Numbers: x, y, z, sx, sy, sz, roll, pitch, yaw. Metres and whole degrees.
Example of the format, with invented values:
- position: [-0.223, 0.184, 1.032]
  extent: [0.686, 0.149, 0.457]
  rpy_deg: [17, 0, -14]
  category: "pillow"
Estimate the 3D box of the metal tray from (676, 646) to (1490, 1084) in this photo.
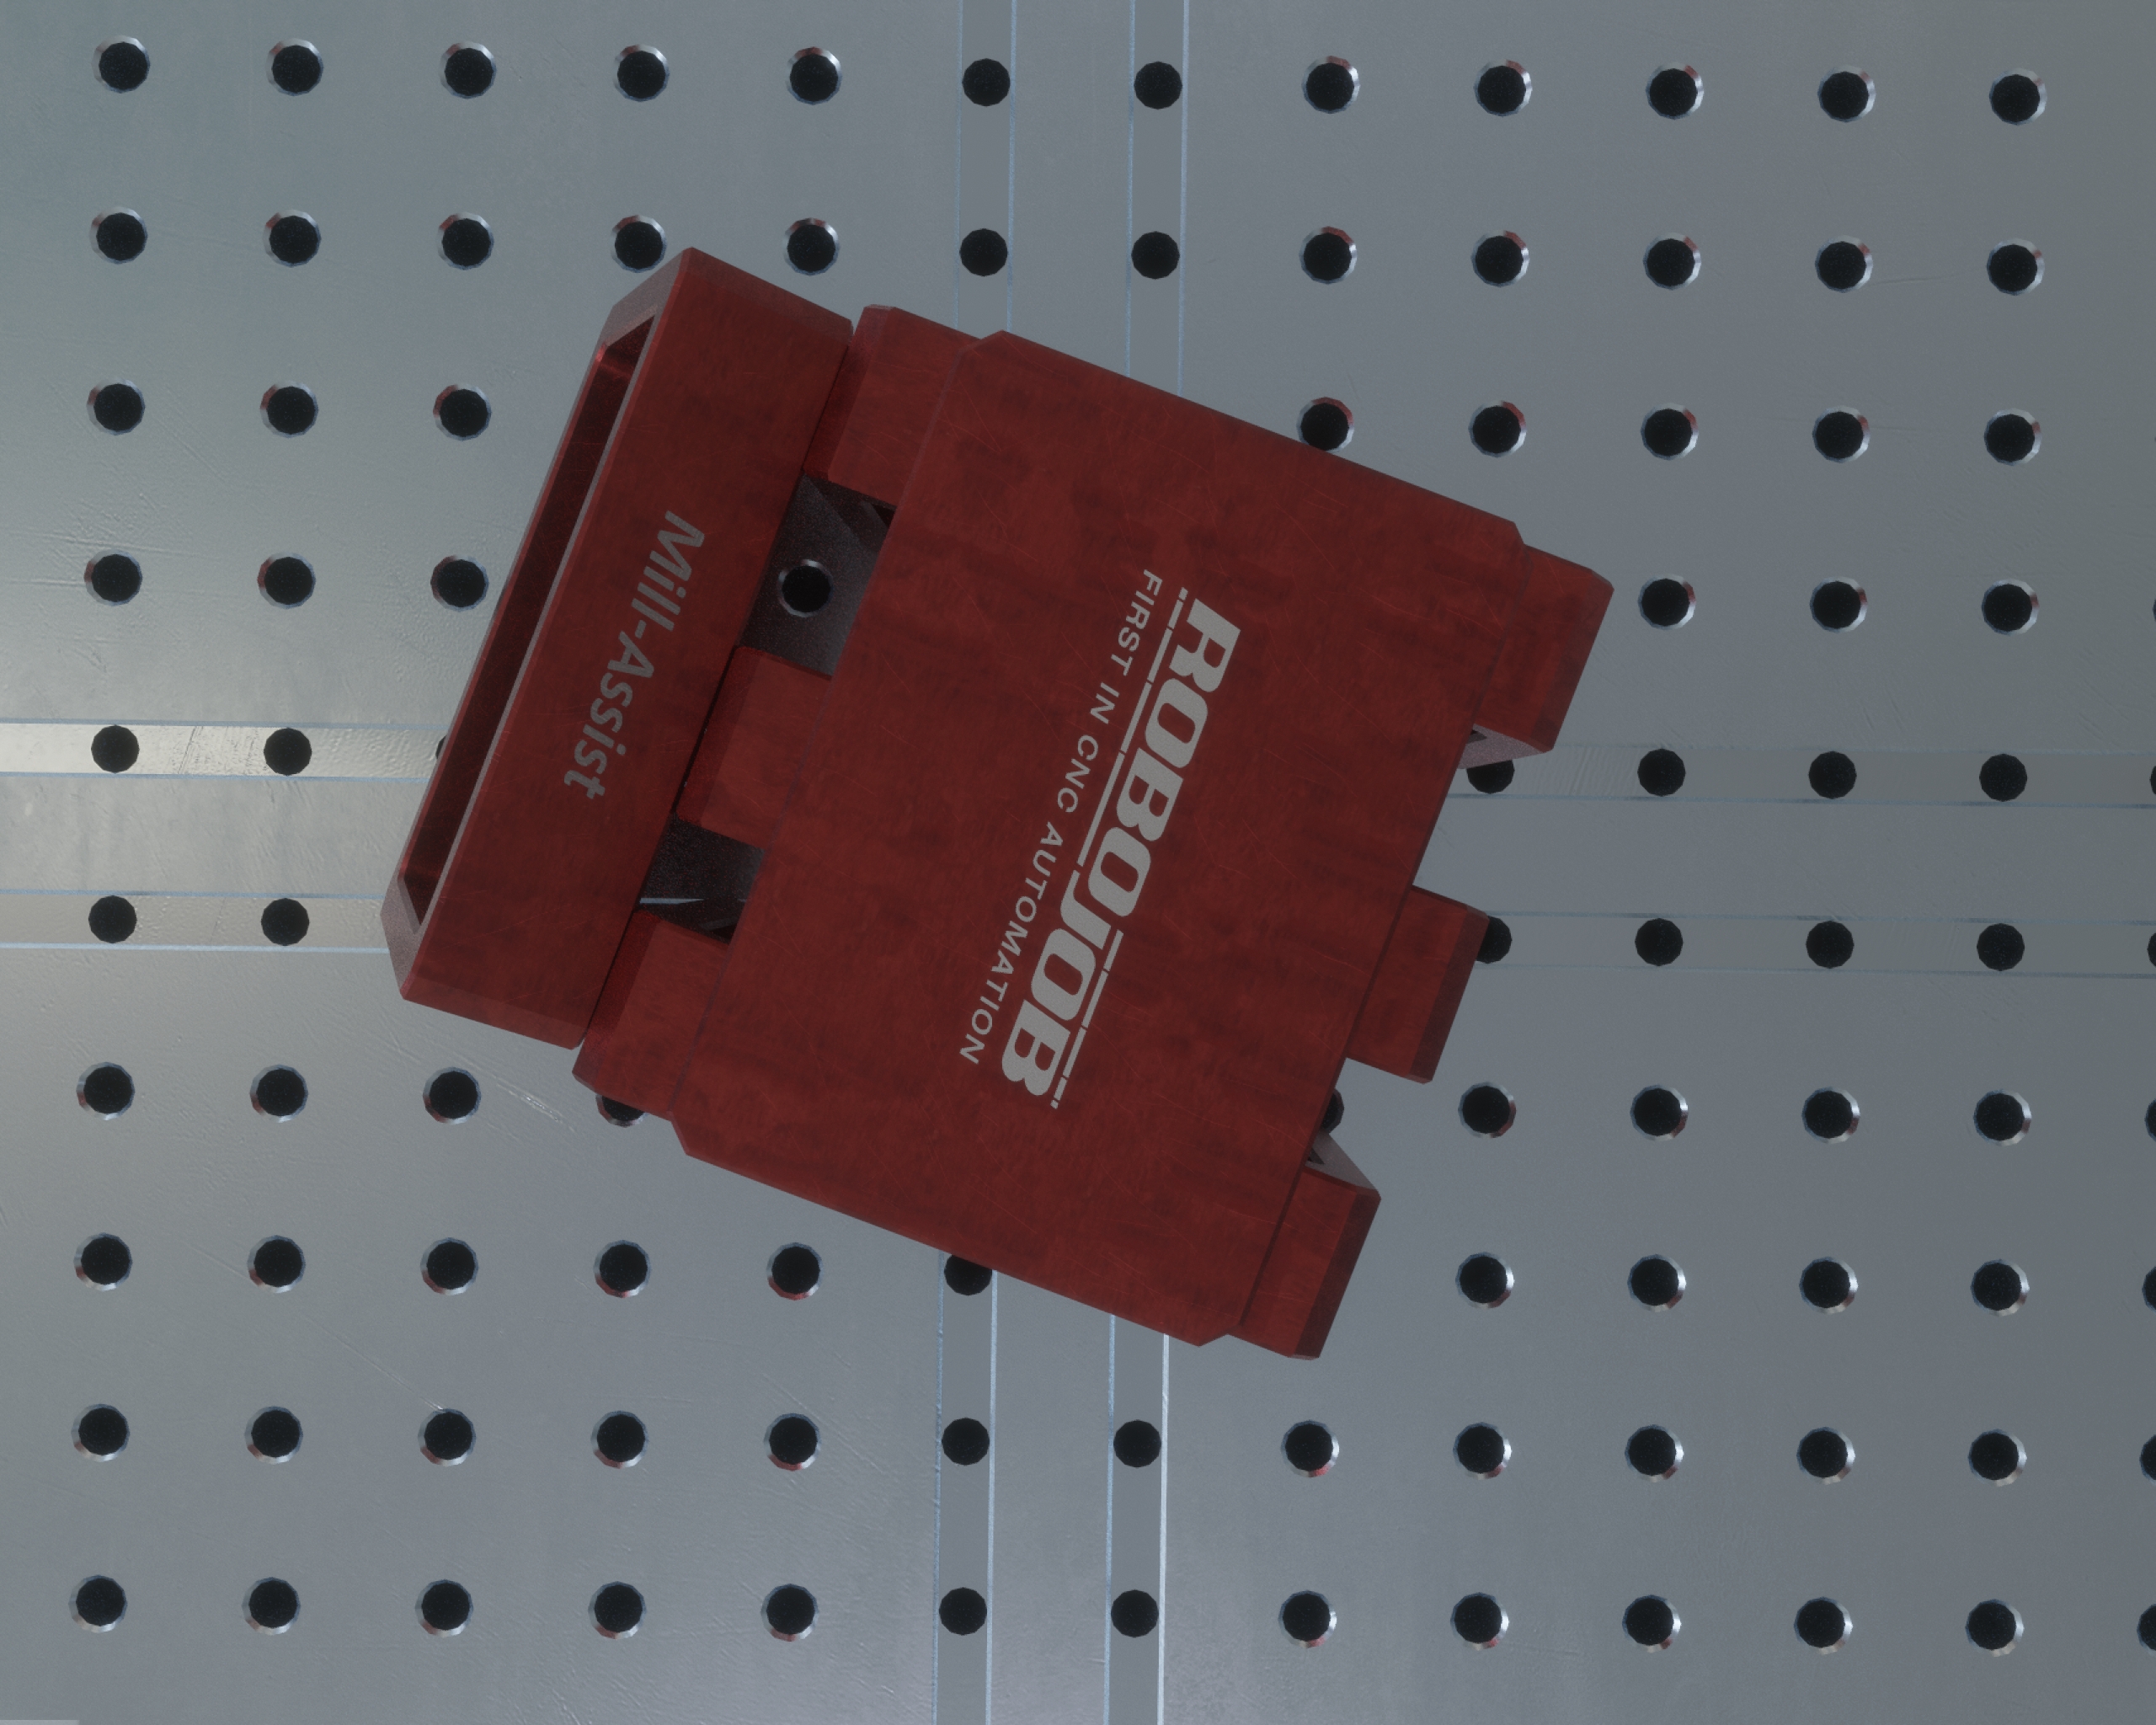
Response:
- position: [0.000, 0.001, 0.380]
  extent: [0.131, 0.090, 0.030]
  rpy_deg: [20, 89, -1]
  category: "metal tray"

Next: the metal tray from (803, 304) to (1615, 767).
- position: [0.022, -0.055, 0.380]
  extent: [0.131, 0.090, 0.030]
  rpy_deg: [21, 91, 0]
  category: "metal tray"

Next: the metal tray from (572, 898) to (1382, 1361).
- position: [-0.016, 0.044, 0.380]
  extent: [0.131, 0.090, 0.030]
  rpy_deg: [21, 91, 0]
  category: "metal tray"

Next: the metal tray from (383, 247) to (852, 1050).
- position: [-0.087, -0.039, 0.378]
  extent: [0.030, 0.090, 0.129]
  rpy_deg: [21, 90, -22]
  category: "metal tray"

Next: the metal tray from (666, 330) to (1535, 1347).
- position: [0.003, -0.004, 0.320]
  extent: [0.090, 0.030, 0.129]
  rpy_deg: [21, 90, 0]
  category: "metal tray"
